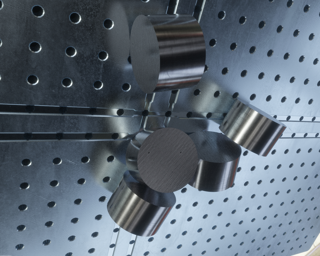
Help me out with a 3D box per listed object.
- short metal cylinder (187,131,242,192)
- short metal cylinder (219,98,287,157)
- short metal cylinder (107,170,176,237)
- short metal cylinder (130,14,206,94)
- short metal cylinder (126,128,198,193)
[{"bbox_3d":[0.072,0.046,0.446,0.081,0.080,0.050,-10,123,-24],"label":"short metal cylinder"},{"bbox_3d":[0.134,-0.002,0.450,0.081,0.080,0.050,18,109,-36],"label":"short metal cylinder"},{"bbox_3d":[-0.025,0.101,0.426,0.081,0.080,0.050,18,109,-36],"label":"short metal cylinder"},{"bbox_3d":[0.006,-0.080,0.331,0.050,0.080,0.079,-11,123,-23],"label":"short metal cylinder"},{"bbox_3d":[0.001,0.039,0.400,0.081,0.050,0.079,0,90,-22],"label":"short metal cylinder"}]
